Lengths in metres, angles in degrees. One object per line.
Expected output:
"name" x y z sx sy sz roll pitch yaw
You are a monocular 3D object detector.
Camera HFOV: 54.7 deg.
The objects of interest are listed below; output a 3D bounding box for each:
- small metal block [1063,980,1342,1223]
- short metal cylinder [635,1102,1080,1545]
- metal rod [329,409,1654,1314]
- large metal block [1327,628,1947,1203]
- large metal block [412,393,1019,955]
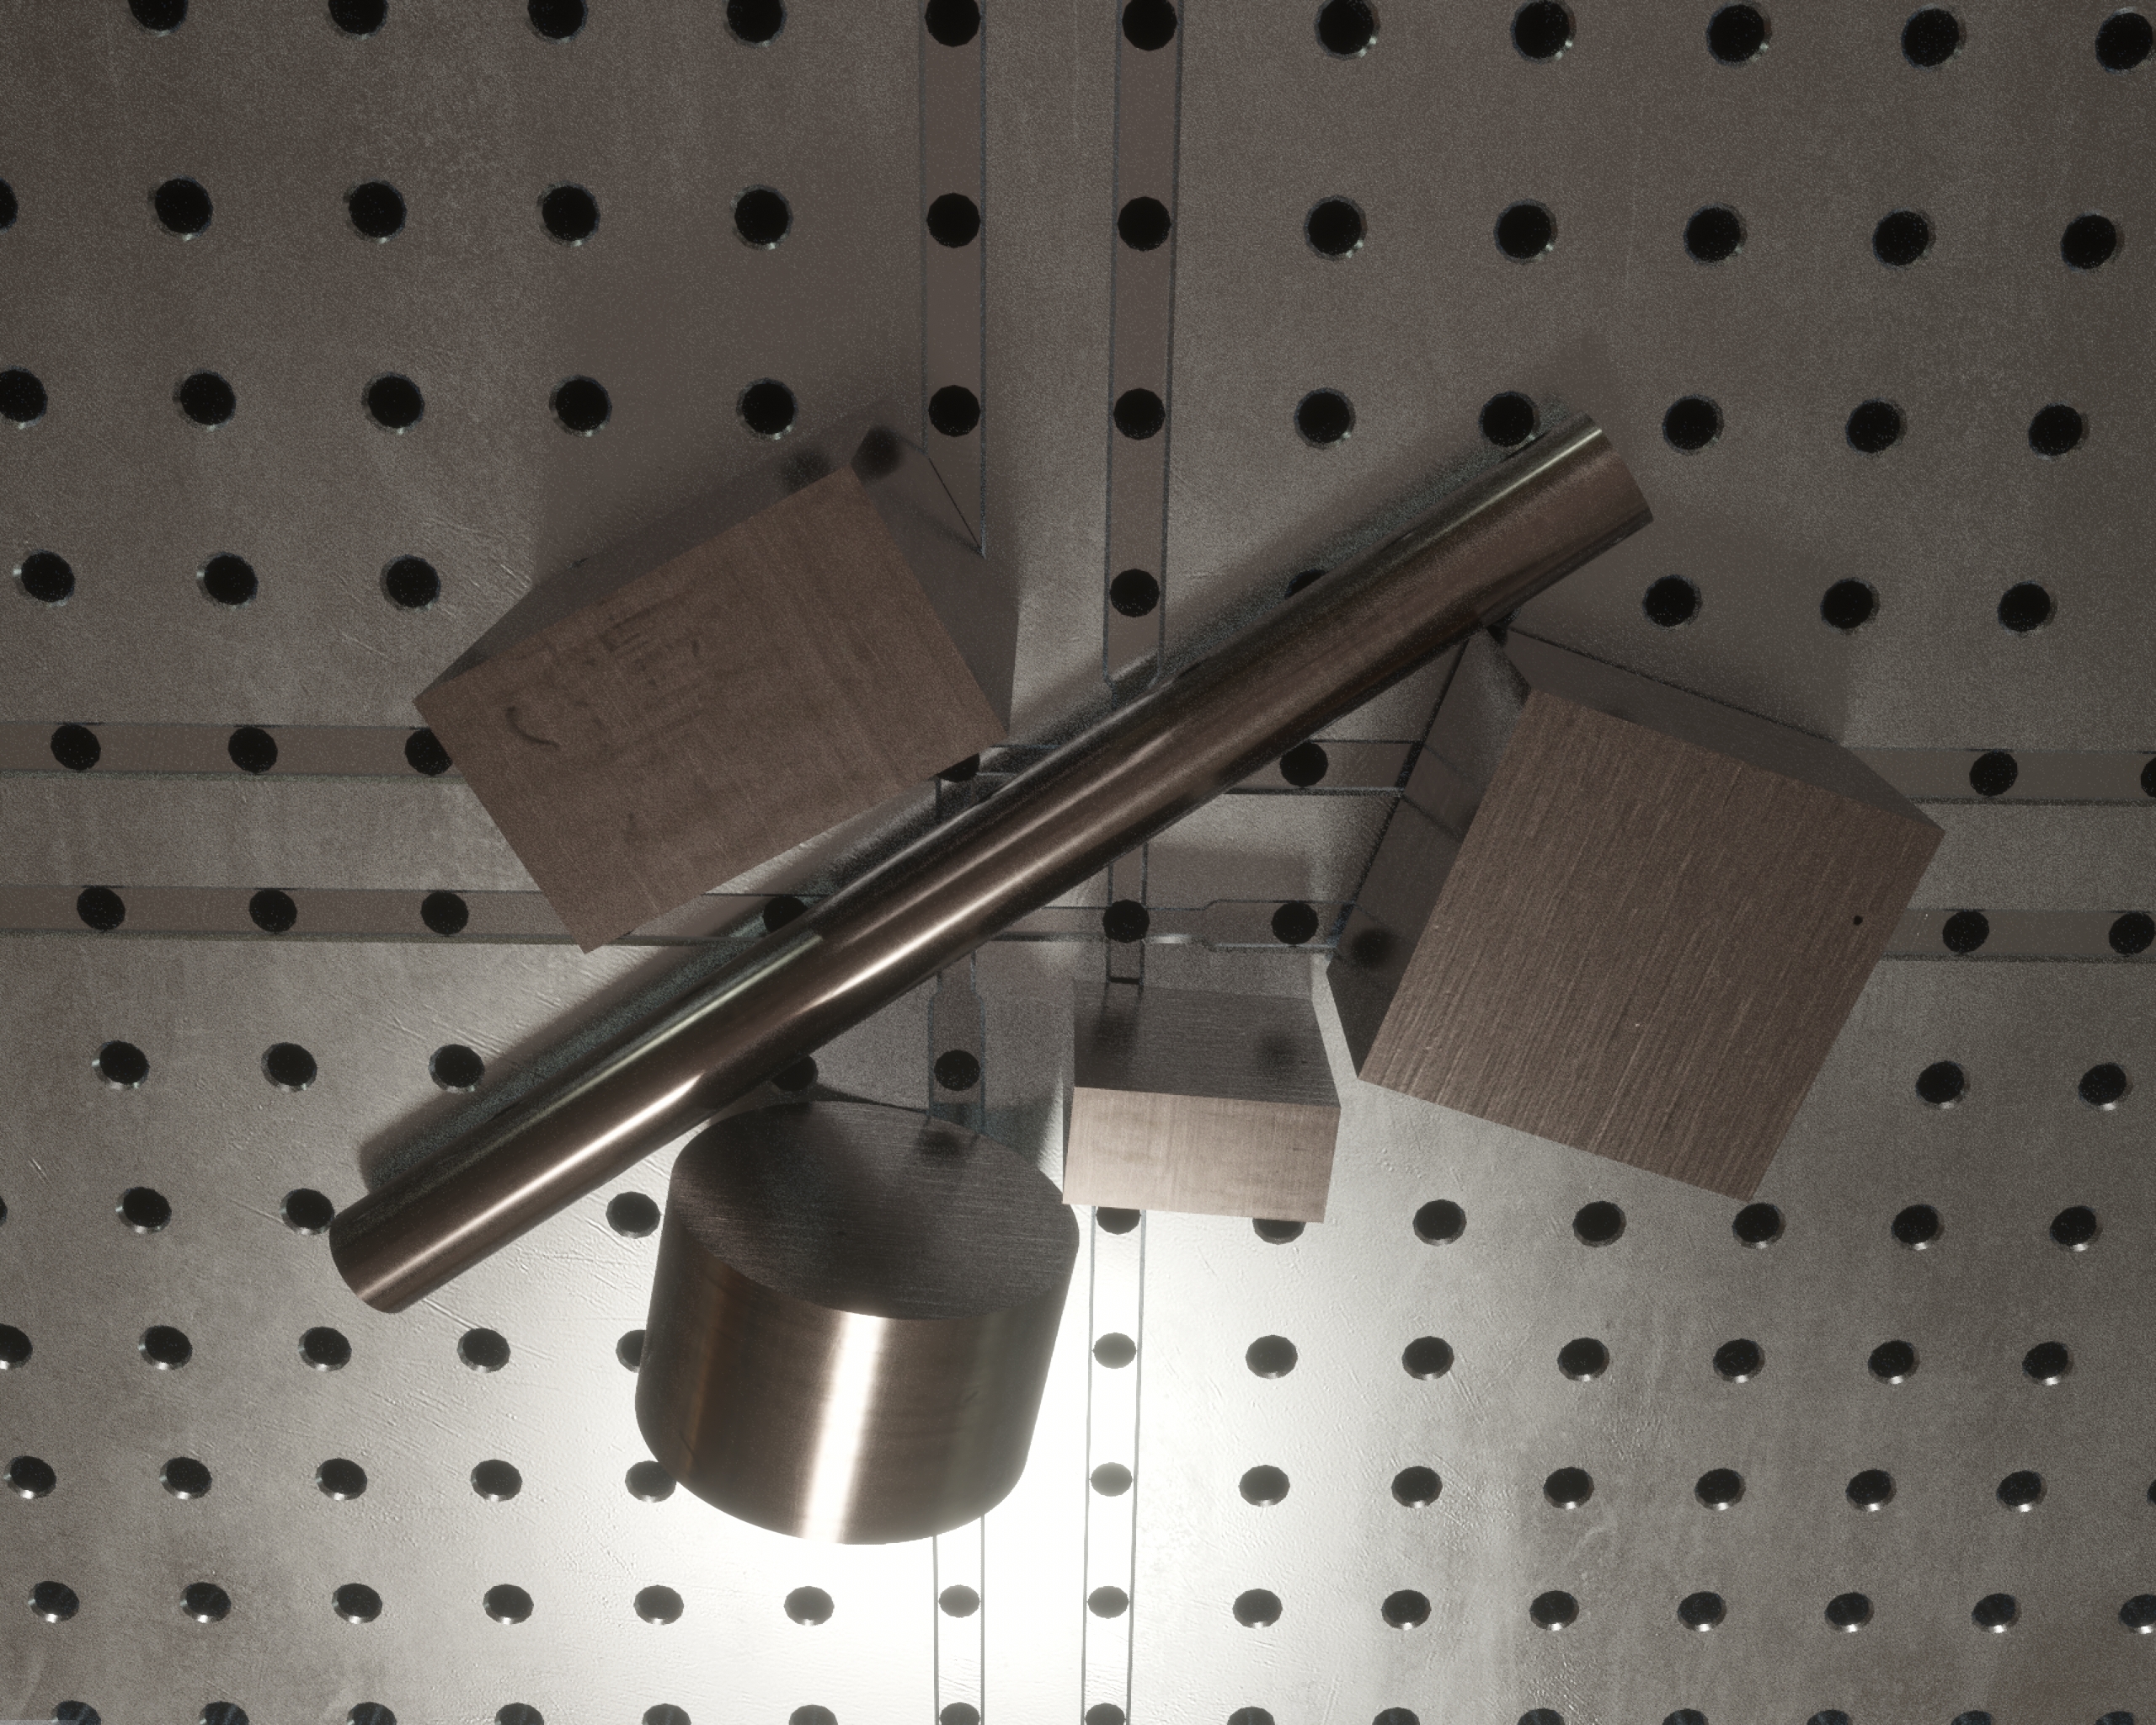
"small metal block" 0.023 0.047 0.418 0.050 0.050 0.025 5 110 -2
"short metal cylinder" -0.044 0.089 0.416 0.081 0.080 0.050 11 110 -5
"metal rod" -0.025 0.005 0.414 0.300 0.025 0.025 -32 107 11
"large metal block" 0.103 0.009 0.402 0.080 0.050 0.079 18 109 -7
"large metal block" -0.059 -0.037 0.370 0.080 0.080 0.050 -27 108 9
